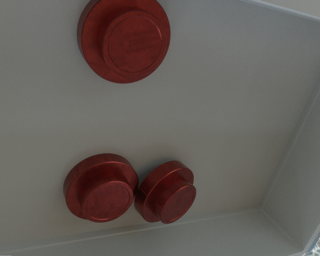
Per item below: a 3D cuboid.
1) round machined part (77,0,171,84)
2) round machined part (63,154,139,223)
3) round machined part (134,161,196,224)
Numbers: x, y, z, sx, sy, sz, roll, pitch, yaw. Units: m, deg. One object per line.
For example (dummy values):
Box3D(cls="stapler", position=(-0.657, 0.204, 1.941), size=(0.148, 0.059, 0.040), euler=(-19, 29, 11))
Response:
Box3D(cls="round machined part", position=(-0.032, -0.092, 0.323), size=(0.099, 0.042, 0.097), euler=(-14, 124, -21))
Box3D(cls="round machined part", position=(-0.074, 0.086, 0.410), size=(0.099, 0.042, 0.097), euler=(-14, 124, -21))
Box3D(cls="round machined part", position=(0.014, 0.100, 0.452), size=(0.099, 0.042, 0.097), euler=(-27, 135, -30))
